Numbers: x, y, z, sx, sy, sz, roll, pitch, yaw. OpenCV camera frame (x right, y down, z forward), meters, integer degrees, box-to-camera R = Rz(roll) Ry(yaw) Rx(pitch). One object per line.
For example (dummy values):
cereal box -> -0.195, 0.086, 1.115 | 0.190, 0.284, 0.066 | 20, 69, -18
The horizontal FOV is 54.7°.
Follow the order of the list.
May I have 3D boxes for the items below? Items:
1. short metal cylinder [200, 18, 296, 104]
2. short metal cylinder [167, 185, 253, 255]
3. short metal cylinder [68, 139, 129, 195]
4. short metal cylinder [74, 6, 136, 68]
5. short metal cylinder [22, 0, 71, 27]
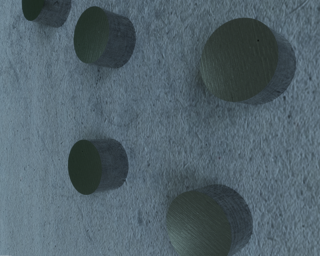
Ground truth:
short metal cylinder -> 0.089, -0.065, 0.315 | 0.080, 0.050, 0.080 | 0, 90, 40
short metal cylinder -> 0.054, 0.106, 0.344 | 0.080, 0.050, 0.080 | 0, 90, 40
short metal cylinder -> -0.094, 0.056, 0.466 | 0.080, 0.050, 0.080 | 0, 90, 40
short metal cylinder -> -0.082, -0.131, 0.457 | 0.080, 0.050, 0.080 | 0, 90, 40
short metal cylinder -> -0.205, -0.227, 0.558 | 0.080, 0.050, 0.080 | 0, 90, 40
